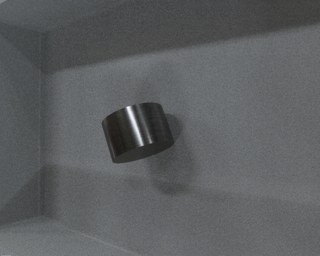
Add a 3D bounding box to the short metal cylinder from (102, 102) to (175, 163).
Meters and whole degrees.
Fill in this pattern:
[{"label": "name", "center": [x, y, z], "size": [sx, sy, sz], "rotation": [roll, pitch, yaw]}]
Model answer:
[{"label": "short metal cylinder", "center": [-0.028, 0.008, 0.392], "size": [0.080, 0.081, 0.050], "rotation": [-29, 72, 36]}]
